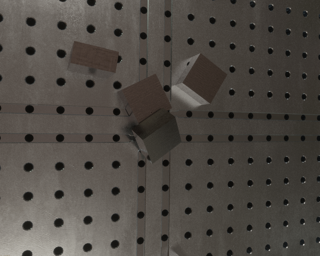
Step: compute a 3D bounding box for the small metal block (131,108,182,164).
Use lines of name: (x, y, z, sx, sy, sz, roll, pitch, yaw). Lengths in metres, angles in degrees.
small metal block: (-0.003, 0.010, 0.399, 0.050, 0.025, 0.050, -36, 139, -17)

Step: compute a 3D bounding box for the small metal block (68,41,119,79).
small metal block: (-0.081, -0.079, 0.370, 0.050, 0.050, 0.025, 10, 87, -20)

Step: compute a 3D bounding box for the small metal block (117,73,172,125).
small metal block: (-0.020, -0.037, 0.406, 0.050, 0.025, 0.050, -29, 100, -18)

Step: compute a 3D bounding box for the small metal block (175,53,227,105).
small metal block: (0.058, -0.068, 0.435, 0.050, 0.025, 0.050, 34, 79, -17)
